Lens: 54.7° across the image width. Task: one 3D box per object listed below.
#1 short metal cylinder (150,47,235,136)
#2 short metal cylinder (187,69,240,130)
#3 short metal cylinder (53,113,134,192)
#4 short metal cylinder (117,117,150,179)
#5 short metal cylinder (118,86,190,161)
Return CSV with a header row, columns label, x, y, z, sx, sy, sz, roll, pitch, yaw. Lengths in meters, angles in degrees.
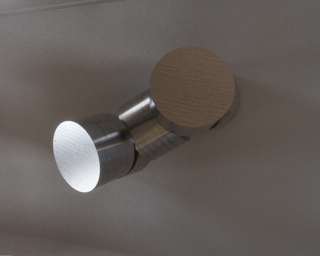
label,x,y,z,sx,sy,sz,roll,pitch,yaw
short metal cylinder,0.030,-0.035,0.315,0.081,0.050,0.080,1,78,-2
short metal cylinder,0.054,-0.037,0.376,0.080,0.050,0.079,0,90,19
short metal cylinder,-0.076,0.026,0.353,0.080,0.050,0.079,12,110,37
short metal cylinder,-0.055,0.025,0.414,0.080,0.050,0.079,0,90,19
short metal cylinder,-0.006,-0.007,0.381,0.050,0.080,0.080,-31,80,17
